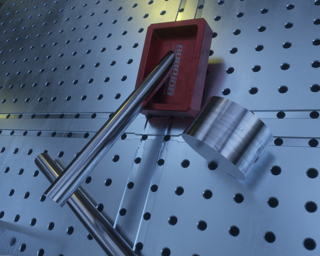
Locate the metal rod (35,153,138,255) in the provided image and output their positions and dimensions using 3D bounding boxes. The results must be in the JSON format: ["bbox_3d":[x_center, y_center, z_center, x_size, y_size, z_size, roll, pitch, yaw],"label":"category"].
[{"bbox_3d":[-0.081,0.115,0.380,0.300,0.025,0.025,34,81,38],"label":"metal rod"}]

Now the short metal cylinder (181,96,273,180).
[{"bbox_3d":[0.070,0.011,0.330,0.080,0.080,0.050,31,79,38],"label":"short metal cylinder"}]

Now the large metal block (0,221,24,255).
[{"bbox_3d":[-0.244,0.159,0.404,0.050,0.080,0.080,13,68,33],"label":"large metal block"}]

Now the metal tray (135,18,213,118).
[{"bbox_3d":[0.017,-0.082,0.427,0.090,0.030,0.129,5,77,30],"label":"metal tray"}]

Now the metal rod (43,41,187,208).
[{"bbox_3d":[-0.035,-0.029,0.401,0.025,0.025,0.301,17,57,35],"label":"metal rod"}]
